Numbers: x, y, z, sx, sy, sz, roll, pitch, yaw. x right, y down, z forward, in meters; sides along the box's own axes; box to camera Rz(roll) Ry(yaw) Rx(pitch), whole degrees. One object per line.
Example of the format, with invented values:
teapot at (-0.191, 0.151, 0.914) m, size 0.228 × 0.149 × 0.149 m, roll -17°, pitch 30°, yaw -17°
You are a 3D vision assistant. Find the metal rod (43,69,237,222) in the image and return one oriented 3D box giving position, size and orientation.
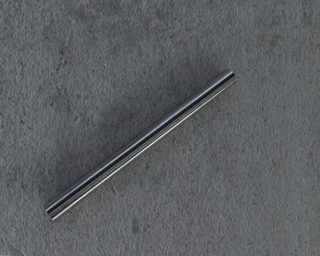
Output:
metal rod at (-0.014, 0.013, 0.405) m, size 0.301 × 0.025 × 0.025 m, roll -37°, pitch 102°, yaw -16°
